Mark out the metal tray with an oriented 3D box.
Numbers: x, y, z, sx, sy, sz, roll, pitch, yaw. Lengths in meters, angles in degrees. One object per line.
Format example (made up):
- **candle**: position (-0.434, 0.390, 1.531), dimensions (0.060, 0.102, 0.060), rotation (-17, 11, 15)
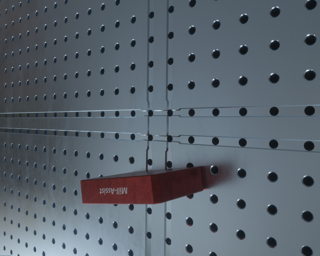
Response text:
- **metal tray**: position (-0.024, 0.072, 0.388), dimensions (0.130, 0.091, 0.030), rotation (-11, 83, 39)
